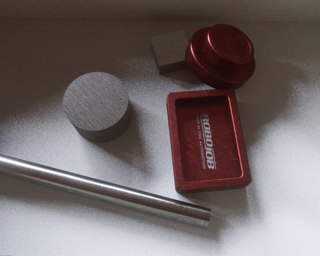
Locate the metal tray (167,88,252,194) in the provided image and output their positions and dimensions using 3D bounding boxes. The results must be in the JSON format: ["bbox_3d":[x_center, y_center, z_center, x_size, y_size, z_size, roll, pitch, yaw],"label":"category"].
[{"bbox_3d":[0.059,0.015,0.402,0.091,0.030,0.129,-5,70,-2],"label":"metal tray"}]

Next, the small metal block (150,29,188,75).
[{"bbox_3d":[0.017,-0.110,0.450,0.050,0.025,0.050,-15,71,-6],"label":"small metal block"}]

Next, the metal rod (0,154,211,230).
[{"bbox_3d":[-0.088,0.073,0.381,0.302,0.025,0.025,14,71,4],"label":"metal rod"}]

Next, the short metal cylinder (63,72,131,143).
[{"bbox_3d":[-0.079,-0.026,0.405,0.081,0.050,0.080,0,70,0],"label":"short metal cylinder"}]

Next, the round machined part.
[{"bbox_3d":[0.088,-0.103,0.423,0.099,0.042,0.098,9,60,-16],"label":"round machined part"}]
